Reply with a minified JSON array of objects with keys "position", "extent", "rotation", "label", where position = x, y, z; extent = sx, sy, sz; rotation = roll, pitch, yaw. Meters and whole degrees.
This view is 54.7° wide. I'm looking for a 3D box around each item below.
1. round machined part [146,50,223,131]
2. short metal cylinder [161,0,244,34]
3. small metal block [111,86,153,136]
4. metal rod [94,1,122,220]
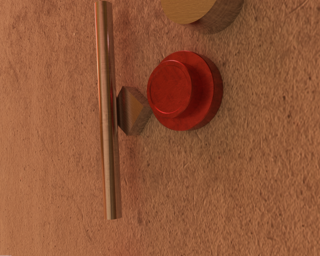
[{"position":[0.022,-0.045,0.375],"extent":[0.098,0.042,0.097],"rotation":[0,90,40],"label":"round machined part"},{"position":[0.048,-0.152,0.349],"extent":[0.080,0.050,0.079],"rotation":[0,90,40],"label":"short metal cylinder"},{"position":[-0.040,-0.024,0.438],"extent":[0.050,0.025,0.050],"rotation":[45,117,30],"label":"small metal block"},{"position":[-0.072,-0.026,0.432],"extent":[0.025,0.025,0.298],"rotation":[-6,86,40],"label":"metal rod"}]
